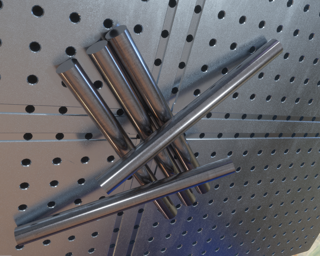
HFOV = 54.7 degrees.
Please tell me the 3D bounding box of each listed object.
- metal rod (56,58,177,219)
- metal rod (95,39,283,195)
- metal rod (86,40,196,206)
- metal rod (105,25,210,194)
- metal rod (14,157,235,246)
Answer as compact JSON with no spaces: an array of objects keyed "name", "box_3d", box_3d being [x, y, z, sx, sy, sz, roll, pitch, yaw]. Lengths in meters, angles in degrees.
[{"name":"metal rod","box_3d":[-0.040,0.037,0.414,0.025,0.025,0.299,-34,129,-6]},{"name":"metal rod","box_3d":[0.046,-0.022,0.398,0.301,0.025,0.025,-38,130,-13]},{"name":"metal rod","box_3d":[-0.009,0.017,0.418,0.025,0.025,0.299,-34,129,-6]},{"name":"metal rod","box_3d":[0.013,-0.001,0.419,0.025,0.025,0.299,-35,129,-5]},{"name":"metal rod","box_3d":[-0.040,0.097,0.424,0.302,0.025,0.025,-17,126,-9]}]
